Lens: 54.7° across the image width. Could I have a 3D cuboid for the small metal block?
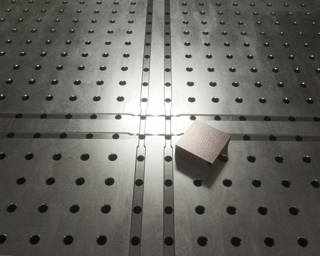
[{"bbox_3d":[0.054,0.023,0.389,0.050,0.025,0.050,27,55,21],"label":"small metal block"}]
